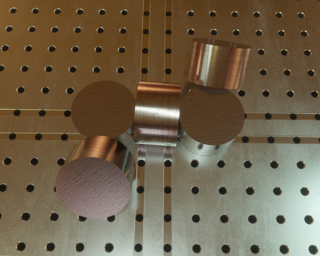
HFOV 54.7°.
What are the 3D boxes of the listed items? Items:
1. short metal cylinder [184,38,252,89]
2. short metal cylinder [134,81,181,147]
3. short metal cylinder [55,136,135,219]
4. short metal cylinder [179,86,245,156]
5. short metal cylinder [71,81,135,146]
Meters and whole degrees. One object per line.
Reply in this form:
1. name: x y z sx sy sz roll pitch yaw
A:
1. short metal cylinder: 0.075 -0.087 0.408 0.080 0.080 0.050 8 112 2
2. short metal cylinder: -0.002 -0.018 0.389 0.050 0.080 0.080 5 70 1
3. short metal cylinder: -0.071 0.056 0.355 0.081 0.050 0.079 0 114 1
4. short metal cylinder: 0.063 -0.009 0.402 0.081 0.050 0.080 0 70 0
5. short metal cylinder: -0.069 -0.014 0.402 0.081 0.050 0.080 0 70 0
